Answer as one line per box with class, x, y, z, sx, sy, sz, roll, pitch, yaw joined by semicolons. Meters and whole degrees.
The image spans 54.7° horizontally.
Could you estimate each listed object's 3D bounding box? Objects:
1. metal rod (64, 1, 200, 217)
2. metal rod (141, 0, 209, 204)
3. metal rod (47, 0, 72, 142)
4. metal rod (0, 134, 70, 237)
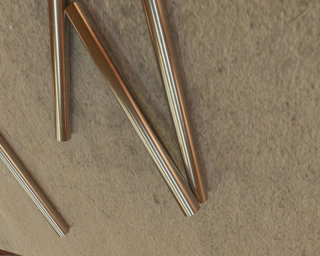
metal rod;-0.030;-0.017;0.393;0.025;0.025;0.299;-23;101;36
metal rod;0.021;-0.032;0.374;0.025;0.025;0.298;-1;118;28
metal rod;-0.132;-0.106;0.408;0.025;0.025;0.298;21;126;15
metal rod;-0.268;0.092;0.601;0.025;0.025;0.299;-18;109;35
